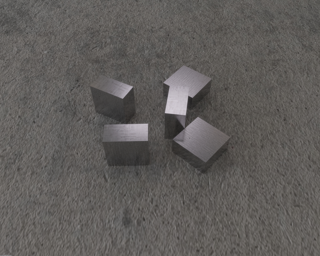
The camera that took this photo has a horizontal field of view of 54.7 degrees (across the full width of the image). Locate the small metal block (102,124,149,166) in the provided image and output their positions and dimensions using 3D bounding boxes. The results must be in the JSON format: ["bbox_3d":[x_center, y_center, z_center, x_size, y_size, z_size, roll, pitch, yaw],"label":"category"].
[{"bbox_3d":[-0.039,0.021,0.369,0.050,0.050,0.025,-1,50,-1],"label":"small metal block"}]

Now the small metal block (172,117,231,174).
[{"bbox_3d":[0.051,0.021,0.386,0.050,0.025,0.050,35,58,25],"label":"small metal block"}]

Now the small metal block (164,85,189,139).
[{"bbox_3d":[0.022,-0.020,0.403,0.025,0.050,0.050,6,50,5],"label":"small metal block"}]

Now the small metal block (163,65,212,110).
[{"bbox_3d":[0.040,-0.060,0.454,0.050,0.025,0.050,31,56,23],"label":"small metal block"}]

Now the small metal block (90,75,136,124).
[{"bbox_3d":[-0.062,-0.038,0.418,0.050,0.050,0.025,22,54,17],"label":"small metal block"}]
